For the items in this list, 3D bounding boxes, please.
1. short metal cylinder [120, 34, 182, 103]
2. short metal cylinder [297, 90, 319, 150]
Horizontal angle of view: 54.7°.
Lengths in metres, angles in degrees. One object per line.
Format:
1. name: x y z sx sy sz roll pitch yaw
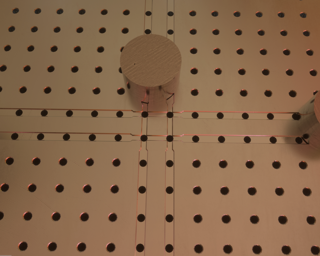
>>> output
1. short metal cylinder: -0.012 -0.081 0.428 0.081 0.050 0.080 0 70 0
2. short metal cylinder: 0.230 -0.013 0.405 0.081 0.050 0.080 0 70 0
